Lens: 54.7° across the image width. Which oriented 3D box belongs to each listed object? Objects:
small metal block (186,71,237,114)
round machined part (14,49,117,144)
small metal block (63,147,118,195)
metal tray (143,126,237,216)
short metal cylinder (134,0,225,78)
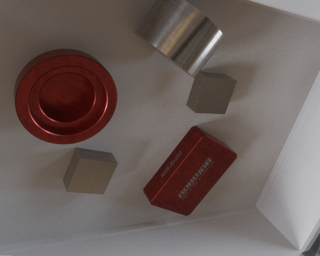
[{"bbox_3d":[0.070,-0.047,0.419,0.050,0.025,0.050,1,118,-29],"label":"small metal block"},{"bbox_3d":[-0.098,-0.035,0.323,0.099,0.042,0.097,-14,125,-21],"label":"round machined part"},{"bbox_3d":[-0.089,0.056,0.396,0.050,0.025,0.050,13,111,-34],"label":"small metal block"},{"bbox_3d":[0.048,0.070,0.477,0.090,0.030,0.130,30,102,-38],"label":"metal tray"},{"bbox_3d":[0.020,-0.097,0.325,0.080,0.080,0.050,30,102,-38],"label":"short metal cylinder"}]
